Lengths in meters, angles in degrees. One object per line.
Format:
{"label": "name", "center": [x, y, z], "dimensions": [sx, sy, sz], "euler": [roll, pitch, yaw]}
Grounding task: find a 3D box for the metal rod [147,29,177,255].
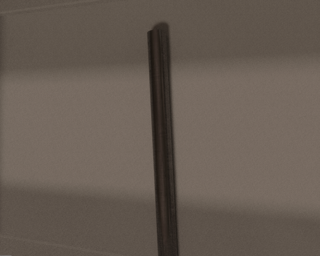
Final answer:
{"label": "metal rod", "center": [0.003, 0.022, 0.408], "dimensions": [0.025, 0.025, 0.298], "euler": [-3, 89, 19]}
